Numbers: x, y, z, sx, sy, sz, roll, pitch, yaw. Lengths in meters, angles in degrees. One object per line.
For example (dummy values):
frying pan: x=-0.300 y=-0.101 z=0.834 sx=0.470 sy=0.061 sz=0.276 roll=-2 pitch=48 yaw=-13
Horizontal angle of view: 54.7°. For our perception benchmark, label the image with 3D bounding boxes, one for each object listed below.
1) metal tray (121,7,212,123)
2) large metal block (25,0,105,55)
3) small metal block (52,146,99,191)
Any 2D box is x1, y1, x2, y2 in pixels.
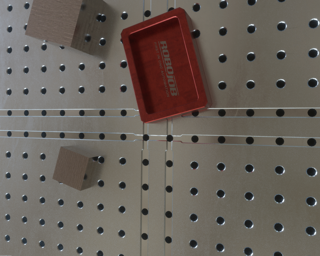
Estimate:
metal tray: x=0.008 y=-0.078 z=0.407 sx=0.090 sy=0.030 sz=0.129 roll=-15 pitch=85 yaw=19
large metal block: x=-0.136 y=-0.159 z=0.447 sx=0.080 sy=0.050 sz=0.080 roll=19 pitch=96 yaw=19
small metal block: x=-0.124 y=0.058 z=0.456 sx=0.050 sy=0.025 sz=0.050 roll=18 pitch=96 yaw=19
